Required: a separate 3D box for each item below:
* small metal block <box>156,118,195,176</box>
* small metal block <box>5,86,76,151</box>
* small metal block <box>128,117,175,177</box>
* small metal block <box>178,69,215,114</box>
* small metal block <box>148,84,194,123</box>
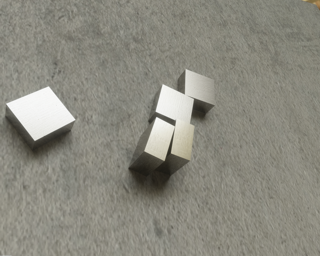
[{"bbox_3d":[0.017,0.024,0.383,0.025,0.050,0.050,22,53,-15],"label":"small metal block"},{"bbox_3d":[-0.131,-0.011,0.341,0.050,0.025,0.050,-34,81,-38],"label":"small metal block"},{"bbox_3d":[-0.010,0.023,0.370,0.025,0.050,0.050,28,52,-12],"label":"small metal block"},{"bbox_3d":[0.054,-0.055,0.469,0.050,0.025,0.050,17,55,-19],"label":"small metal block"},{"bbox_3d":[0.016,-0.025,0.430,0.050,0.025,0.050,24,53,-14],"label":"small metal block"}]
